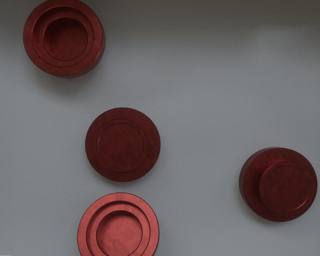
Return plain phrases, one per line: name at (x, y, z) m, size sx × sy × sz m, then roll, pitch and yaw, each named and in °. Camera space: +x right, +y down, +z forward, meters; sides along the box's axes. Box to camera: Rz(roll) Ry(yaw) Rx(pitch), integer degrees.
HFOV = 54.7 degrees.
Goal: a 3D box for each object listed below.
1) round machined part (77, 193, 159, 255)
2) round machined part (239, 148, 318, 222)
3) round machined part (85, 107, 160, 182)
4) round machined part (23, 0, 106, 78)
round machined part at (-0.050, 0.135, 0.390) m, size 0.099 × 0.042 × 0.098 m, roll 0°, pitch 63°, yaw 0°
round machined part at (0.157, 0.075, 0.404) m, size 0.099 × 0.042 × 0.097 m, roll 0°, pitch 90°, yaw 0°
round machined part at (-0.049, 0.022, 0.402) m, size 0.099 × 0.042 × 0.097 m, roll 0°, pitch 90°, yaw 0°
round machined part at (-0.119, -0.113, 0.402) m, size 0.099 × 0.042 × 0.097 m, roll 0°, pitch 90°, yaw 0°
